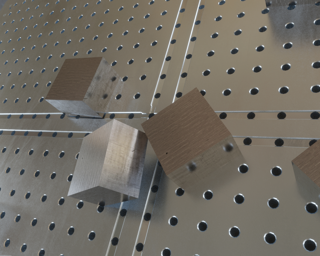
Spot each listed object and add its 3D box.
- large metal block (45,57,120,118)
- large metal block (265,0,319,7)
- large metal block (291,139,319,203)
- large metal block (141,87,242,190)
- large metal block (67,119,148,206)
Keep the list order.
[{"bbox_3d":[-0.123,-0.065,0.498,0.080,0.050,0.080,5,64,30],"label":"large metal block"},{"bbox_3d":[0.181,-0.211,0.408,0.080,0.080,0.050,8,66,32],"label":"large metal block"},{"bbox_3d":[0.179,0.041,0.273,0.080,0.050,0.080,-39,51,2],"label":"large metal block"},{"bbox_3d":[0.036,0.013,0.367,0.080,0.050,0.080,-34,51,6],"label":"large metal block"},{"bbox_3d":[-0.063,0.046,0.379,0.080,0.050,0.080,-26,47,47],"label":"large metal block"}]
